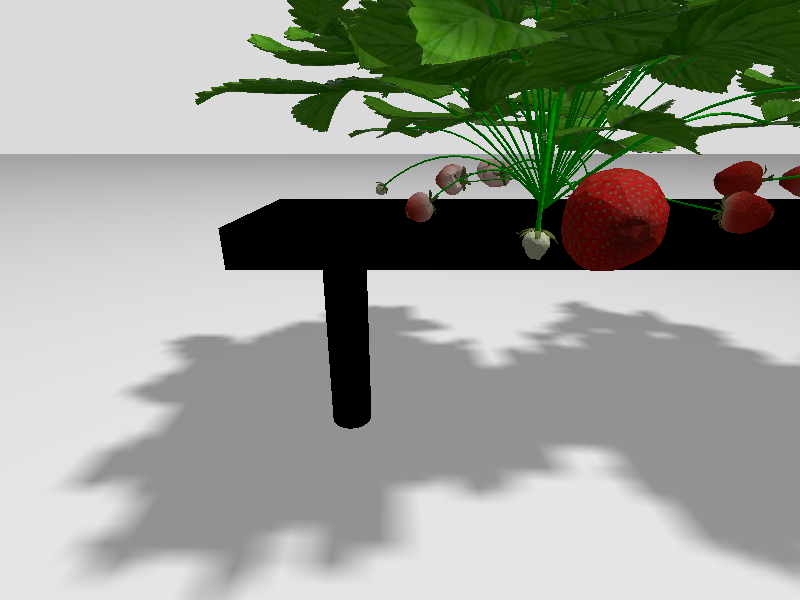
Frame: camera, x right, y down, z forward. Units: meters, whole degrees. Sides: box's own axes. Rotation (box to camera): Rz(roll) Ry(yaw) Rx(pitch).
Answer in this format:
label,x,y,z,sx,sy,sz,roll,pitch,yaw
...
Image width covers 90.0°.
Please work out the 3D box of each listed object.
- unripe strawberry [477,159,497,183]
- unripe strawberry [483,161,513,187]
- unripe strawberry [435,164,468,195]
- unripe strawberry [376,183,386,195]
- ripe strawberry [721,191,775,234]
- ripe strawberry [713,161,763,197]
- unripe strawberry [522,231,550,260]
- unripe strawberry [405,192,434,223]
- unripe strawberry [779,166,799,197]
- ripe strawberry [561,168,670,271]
label,x,y,z,sx,sy,sz,roll,pitch,yaw
unripe strawberry,0.120,-0.171,0.533,0.036,0.033,0.033,-1,21,-1
unripe strawberry,0.120,-0.156,0.497,0.036,0.031,0.036,-1,21,-1
unripe strawberry,0.054,-0.128,0.427,0.035,0.031,0.032,-16,26,-34
unripe strawberry,-0.020,-0.118,0.426,0.012,0.013,0.011,-31,0,38
ripe strawberry,0.210,-0.052,0.242,0.022,0.025,0.024,-17,27,-36
ripe strawberry,0.343,-0.122,0.409,0.038,0.037,0.035,6,22,17
unripe strawberry,0.057,-0.023,0.167,0.011,0.012,0.013,8,23,19
unripe strawberry,0.013,-0.064,0.278,0.019,0.020,0.018,-32,33,-19
unripe strawberry,0.423,-0.127,0.420,0.038,0.037,0.035,11,24,28
ripe strawberry,0.094,-0.033,0.173,0.043,0.045,0.046,4,22,9
